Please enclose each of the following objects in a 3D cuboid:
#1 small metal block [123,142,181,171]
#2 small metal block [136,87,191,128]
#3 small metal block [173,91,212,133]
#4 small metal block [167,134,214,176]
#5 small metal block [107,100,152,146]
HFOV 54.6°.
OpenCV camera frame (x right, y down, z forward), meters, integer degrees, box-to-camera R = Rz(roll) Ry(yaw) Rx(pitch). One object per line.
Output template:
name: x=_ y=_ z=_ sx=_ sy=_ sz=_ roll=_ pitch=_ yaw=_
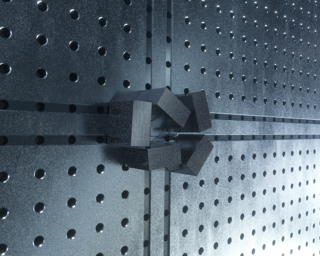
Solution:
small metal block: x=-0.010 y=0.034 z=0.383 sx=0.050 sy=0.050 sz=0.025 roll=-7 pitch=94 yaw=-40
small metal block: x=0.002 y=-0.024 z=0.393 sx=0.050 sy=0.050 sz=0.025 roll=41 pitch=66 yaw=-33
small metal block: x=0.040 y=-0.021 z=0.424 sx=0.025 sy=0.050 sz=0.050 roll=-21 pitch=103 yaw=-38
small metal block: x=0.037 y=0.035 z=0.422 sx=0.025 sy=0.050 sz=0.050 roll=50 pitch=61 yaw=-28
small metal block: x=-0.036 y=-0.005 z=0.361 sx=0.025 sy=0.050 sz=0.050 roll=5 pitch=88 yaw=-40
